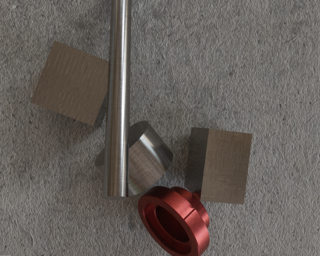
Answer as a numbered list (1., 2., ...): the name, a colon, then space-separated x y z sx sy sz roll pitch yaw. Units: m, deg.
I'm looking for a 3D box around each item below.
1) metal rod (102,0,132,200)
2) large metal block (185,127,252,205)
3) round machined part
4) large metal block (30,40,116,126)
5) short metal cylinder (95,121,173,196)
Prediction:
1. metal rod: -0.047 -0.071 0.356 0.025 0.025 0.299 -1 69 0
2. large metal block: 0.068 0.042 0.380 0.050 0.080 0.080 7 90 -8
3. round machined part: 0.022 0.112 0.383 0.042 0.098 0.098 -34 91 -36
4. large metal block: -0.103 -0.054 0.396 0.080 0.050 0.080 21 90 -1
5. short metal cylinder: -0.031 0.036 0.377 0.080 0.080 0.050 -38 108 0
